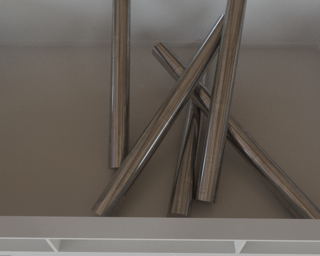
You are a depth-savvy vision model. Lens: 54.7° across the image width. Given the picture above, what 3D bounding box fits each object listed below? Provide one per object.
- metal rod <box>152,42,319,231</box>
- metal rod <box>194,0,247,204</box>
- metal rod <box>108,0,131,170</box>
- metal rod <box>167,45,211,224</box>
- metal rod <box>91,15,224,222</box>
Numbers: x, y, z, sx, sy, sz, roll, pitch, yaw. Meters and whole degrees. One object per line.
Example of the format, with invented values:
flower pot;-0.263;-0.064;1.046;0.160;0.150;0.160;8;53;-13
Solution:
metal rod;0.081;-0.007;0.387;0.025;0.025;0.300;-27;63;-21
metal rod;0.079;-0.061;0.377;0.025;0.025;0.299;10;76;7
metal rod;-0.051;-0.096;0.405;0.025;0.025;0.299;-1;75;-1
metal rod;0.047;-0.018;0.420;0.025;0.025;0.300;9;50;7
metal rod;0.015;-0.026;0.376;0.025;0.025;0.300;26;70;20
